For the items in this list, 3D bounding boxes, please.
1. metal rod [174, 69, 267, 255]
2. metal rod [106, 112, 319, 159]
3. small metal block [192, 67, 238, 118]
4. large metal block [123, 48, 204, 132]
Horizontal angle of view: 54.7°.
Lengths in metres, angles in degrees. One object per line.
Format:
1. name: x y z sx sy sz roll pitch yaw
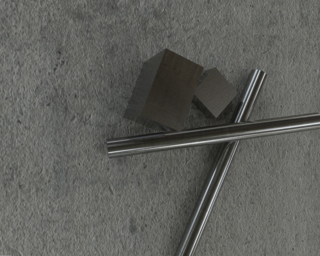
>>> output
1. metal rod: 0.088 0.053 0.442 0.025 0.025 0.299 27 81 -18
2. metal rod: 0.081 0.008 0.418 0.302 0.025 0.025 -7 93 -12
3. small metal block: 0.073 -0.049 0.437 0.050 0.025 0.050 46 76 -15
4. large metal block: 0.001 -0.042 0.381 0.050 0.080 0.080 23 83 -19
